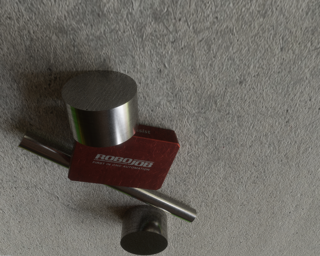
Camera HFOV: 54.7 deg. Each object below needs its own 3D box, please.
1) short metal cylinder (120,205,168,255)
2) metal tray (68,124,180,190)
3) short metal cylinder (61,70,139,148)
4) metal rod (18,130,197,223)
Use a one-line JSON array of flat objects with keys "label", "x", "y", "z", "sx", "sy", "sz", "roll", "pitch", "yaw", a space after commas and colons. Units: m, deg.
[{"label": "short metal cylinder", "x": -0.027, "y": 0.180, "z": 0.544, "sx": 0.081, "sy": 0.050, "sz": 0.079, "roll": 0, "pitch": 130, "yaw": 0}, {"label": "metal tray", "x": -0.050, "y": 0.037, "z": 0.418, "sx": 0.131, "sy": 0.030, "sz": 0.089, "roll": 10, "pitch": 123, "yaw": -18}, {"label": "short metal cylinder", "x": -0.065, "y": -0.023, "z": 0.351, "sx": 0.081, "sy": 0.080, "sz": 0.050, "roll": 0, "pitch": 130, "yaw": -1}, {"label": "metal rod", "x": -0.065, "y": 0.083, "z": 0.477, "sx": 0.301, "sy": 0.025, "sz": 0.025, "roll": 30, "pitch": 124, "yaw": -23}]
